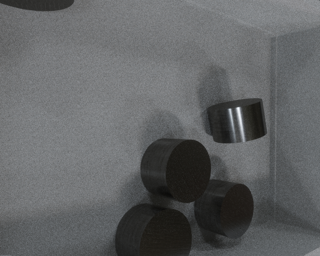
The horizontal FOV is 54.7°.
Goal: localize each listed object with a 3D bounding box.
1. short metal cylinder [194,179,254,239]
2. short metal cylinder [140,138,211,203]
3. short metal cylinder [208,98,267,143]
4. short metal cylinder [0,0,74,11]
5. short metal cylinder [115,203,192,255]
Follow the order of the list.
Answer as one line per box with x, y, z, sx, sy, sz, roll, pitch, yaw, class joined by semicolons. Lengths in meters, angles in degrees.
0.098;0.122;0.473;0.081;0.050;0.080;0;90;-40;short metal cylinder
0.022;0.054;0.408;0.081;0.050;0.080;0;90;-40;short metal cylinder
0.117;-0.012;0.468;0.081;0.080;0.050;-19;103;-38;short metal cylinder
-0.117;-0.143;0.272;0.081;0.080;0.050;1;90;-40;short metal cylinder
-0.007;0.137;0.381;0.081;0.050;0.080;4;84;-40;short metal cylinder
